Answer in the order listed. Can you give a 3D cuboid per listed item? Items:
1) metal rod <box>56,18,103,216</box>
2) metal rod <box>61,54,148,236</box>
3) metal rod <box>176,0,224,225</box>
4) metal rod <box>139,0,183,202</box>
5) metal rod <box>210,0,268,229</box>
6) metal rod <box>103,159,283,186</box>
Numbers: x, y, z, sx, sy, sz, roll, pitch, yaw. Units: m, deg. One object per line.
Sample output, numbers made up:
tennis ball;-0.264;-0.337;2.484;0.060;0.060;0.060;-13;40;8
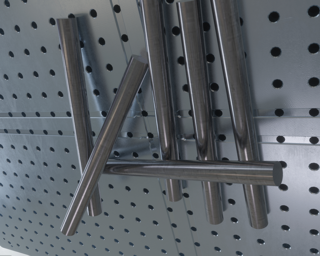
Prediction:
metal rod;-0.112;-0.001;0.447;0.025;0.025;0.298;8;115;24
metal rod;-0.084;0.039;0.433;0.025;0.025;0.298;30;114;9
metal rod;0.054;0.001;0.383;0.025;0.025;0.298;3;120;26
metal rod;0.005;-0.028;0.391;0.025;0.025;0.298;7;122;25
metal rod;0.096;-0.003;0.358;0.025;0.025;0.299;-2;118;29
metal rod;0.006;0.054;0.406;0.300;0.025;0.025;-5;117;42
